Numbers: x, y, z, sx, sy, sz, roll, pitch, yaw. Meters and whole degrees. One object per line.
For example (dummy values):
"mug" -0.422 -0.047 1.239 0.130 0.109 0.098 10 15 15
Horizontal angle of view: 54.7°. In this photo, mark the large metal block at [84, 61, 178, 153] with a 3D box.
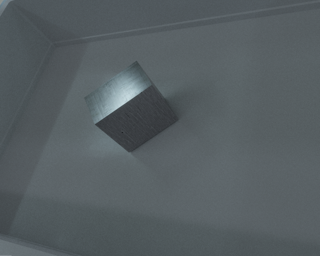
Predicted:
"large metal block" -0.035 -0.025 0.399 0.080 0.080 0.050 -34 52 5
